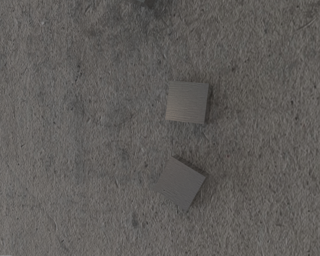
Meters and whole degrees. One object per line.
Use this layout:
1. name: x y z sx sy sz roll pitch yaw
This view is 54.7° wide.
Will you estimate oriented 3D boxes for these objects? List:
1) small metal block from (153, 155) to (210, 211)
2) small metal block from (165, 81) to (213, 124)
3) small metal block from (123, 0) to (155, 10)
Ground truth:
1. small metal block: 0.028 0.069 0.399 0.050 0.025 0.050 30 100 17
2. small metal block: 0.037 -0.032 0.396 0.050 0.025 0.050 8 93 19
3. small metal block: -0.027 -0.185 0.392 0.050 0.025 0.050 26 99 18
